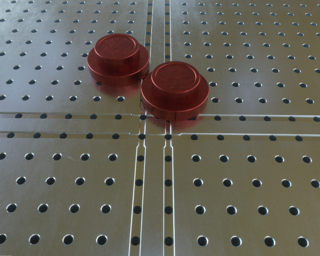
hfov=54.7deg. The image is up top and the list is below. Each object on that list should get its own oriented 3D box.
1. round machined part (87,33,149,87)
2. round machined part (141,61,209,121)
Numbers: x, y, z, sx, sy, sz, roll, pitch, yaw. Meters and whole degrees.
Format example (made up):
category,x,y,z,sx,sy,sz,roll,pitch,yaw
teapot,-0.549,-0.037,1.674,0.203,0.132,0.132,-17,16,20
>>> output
category,x,y,z,sx,sy,sz,roll,pitch,yaw
round machined part,-0.066,-0.114,0.491,0.099,0.042,0.098,0,50,0
round machined part,0.022,-0.059,0.447,0.099,0.042,0.098,0,50,0
